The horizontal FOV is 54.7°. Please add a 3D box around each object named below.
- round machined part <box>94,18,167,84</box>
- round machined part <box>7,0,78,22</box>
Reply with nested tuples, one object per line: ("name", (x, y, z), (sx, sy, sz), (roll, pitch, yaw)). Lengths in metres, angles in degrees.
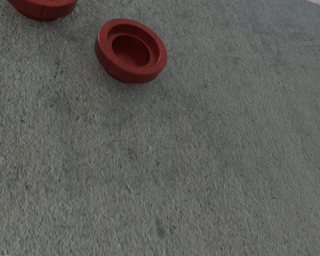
("round machined part", (-0.043, -0.101, 0.431), (0.099, 0.042, 0.098), (14, 56, -21))
("round machined part", (-0.162, -0.183, 0.417), (0.099, 0.042, 0.098), (14, 56, -21))
